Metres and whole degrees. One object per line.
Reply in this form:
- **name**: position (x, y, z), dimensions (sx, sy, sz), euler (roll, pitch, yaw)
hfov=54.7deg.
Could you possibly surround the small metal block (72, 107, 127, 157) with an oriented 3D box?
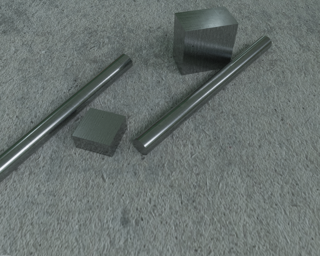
- **small metal block**: position (-0.076, 0.005, 0.398), dimensions (0.050, 0.025, 0.050), euler (14, 51, 11)

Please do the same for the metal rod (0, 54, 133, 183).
- **metal rod**: position (-0.136, -0.011, 0.410), dimensions (0.025, 0.025, 0.301), euler (27, 55, 20)

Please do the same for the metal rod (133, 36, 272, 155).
- **metal rod**: position (0.077, -0.061, 0.455), dimensions (0.025, 0.025, 0.302), euler (35, 58, 25)

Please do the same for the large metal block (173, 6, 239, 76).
- **large metal block**: position (0.067, -0.135, 0.482), dimensions (0.081, 0.080, 0.050), euler (-12, 51, -10)
